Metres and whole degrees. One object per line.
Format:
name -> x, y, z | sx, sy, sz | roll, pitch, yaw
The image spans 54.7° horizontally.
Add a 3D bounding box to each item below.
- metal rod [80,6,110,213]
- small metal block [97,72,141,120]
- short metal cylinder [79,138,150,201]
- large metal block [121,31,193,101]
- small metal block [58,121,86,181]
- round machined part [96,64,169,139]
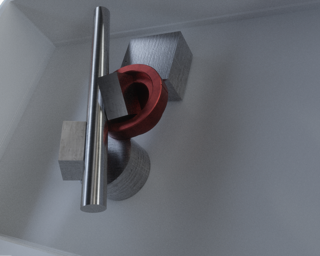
metal rod -> -0.076, -0.047, 0.381 | 0.025, 0.025, 0.299 | -17, 55, 18
small metal block -> -0.047, -0.038, 0.373 | 0.025, 0.050, 0.050 | -15, 90, 16
short metal cylinder -> -0.059, 0.045, 0.390 | 0.080, 0.050, 0.080 | -13, 56, 20
large metal block -> -0.006, -0.085, 0.440 | 0.080, 0.050, 0.080 | 0, 62, 28
small metal block -> -0.098, 0.027, 0.354 | 0.025, 0.050, 0.050 | 2, 56, -10
round machined part -> -0.034, -0.029, 0.390 | 0.098, 0.042, 0.098 | -13, 56, 20
